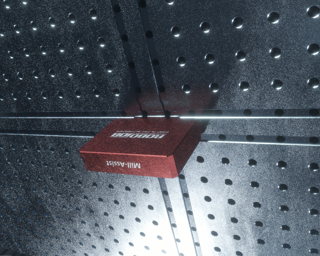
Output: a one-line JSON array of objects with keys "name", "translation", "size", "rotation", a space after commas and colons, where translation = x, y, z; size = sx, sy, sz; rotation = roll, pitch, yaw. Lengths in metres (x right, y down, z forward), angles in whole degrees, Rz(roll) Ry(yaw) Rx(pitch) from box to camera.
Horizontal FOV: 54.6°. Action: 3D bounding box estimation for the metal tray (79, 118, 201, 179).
[{"name": "metal tray", "translation": [-0.024, 0.021, 0.395], "size": [0.130, 0.090, 0.030], "rotation": [0, 119, 28]}]
